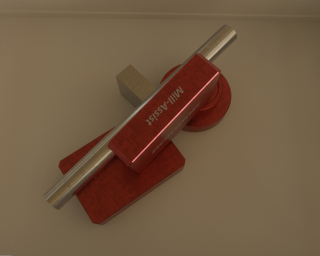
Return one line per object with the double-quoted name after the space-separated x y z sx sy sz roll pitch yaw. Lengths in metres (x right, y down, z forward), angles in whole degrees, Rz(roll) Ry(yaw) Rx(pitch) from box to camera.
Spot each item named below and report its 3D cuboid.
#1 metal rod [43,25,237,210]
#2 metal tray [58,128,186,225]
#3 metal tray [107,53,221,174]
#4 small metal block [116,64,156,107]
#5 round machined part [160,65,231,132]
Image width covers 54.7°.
-0.016 -0.020 0.374 0.025 0.025 0.301 43 79 13 "metal rod"
-0.046 0.047 0.388 0.131 0.030 0.090 -33 74 -12 "metal tray"
0.007 -0.011 0.337 0.030 0.090 0.130 42 82 11 "metal tray"
-0.029 -0.049 0.412 0.025 0.050 0.050 -43 76 -14 "small metal block"
0.047 -0.047 0.416 0.099 0.042 0.098 0 70 -1 "round machined part"
